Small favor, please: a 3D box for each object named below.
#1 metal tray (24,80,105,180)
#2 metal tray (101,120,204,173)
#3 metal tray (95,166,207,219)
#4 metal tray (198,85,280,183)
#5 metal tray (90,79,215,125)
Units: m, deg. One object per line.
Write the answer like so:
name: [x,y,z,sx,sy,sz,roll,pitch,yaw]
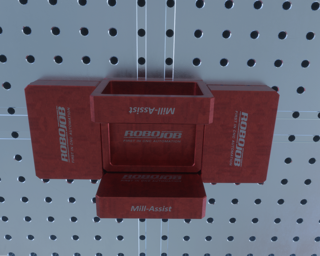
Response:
metal tray: [-0.121,0.004,0.410,0.091,0.030,0.129,1,110,-1]
metal tray: [-0.010,0.013,0.413,0.131,0.030,0.089,1,110,-1]
metal tray: [-0.011,0.079,0.406,0.131,0.090,0.030,1,110,-1]
metal tray: [0.101,0.010,0.414,0.091,0.030,0.129,1,110,-2]
metal tray: [-0.008,-0.034,0.366,0.131,0.090,0.030,1,110,-1]
